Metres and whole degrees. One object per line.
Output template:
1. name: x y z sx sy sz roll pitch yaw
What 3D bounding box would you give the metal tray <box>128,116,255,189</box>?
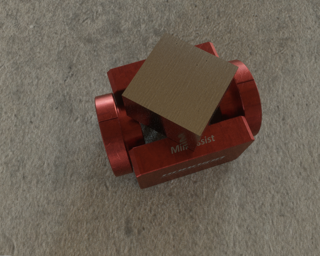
1. metal tray: 0.034 0.032 0.362 0.131 0.090 0.030 -17 71 -6

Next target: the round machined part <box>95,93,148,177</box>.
1. round machined part: -0.043 0.005 0.368 0.042 0.098 0.098 -15 71 -5

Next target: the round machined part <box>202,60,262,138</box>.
1. round machined part: 0.083 -0.032 0.383 0.042 0.098 0.098 -15 71 -5

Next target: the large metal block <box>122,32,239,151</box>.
1. large metal block: 0.020 -0.036 0.311 0.080 0.050 0.080 28 72 9

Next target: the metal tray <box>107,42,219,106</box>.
1. metal tray: 0.005 -0.057 0.397 0.131 0.090 0.030 -17 71 -7
